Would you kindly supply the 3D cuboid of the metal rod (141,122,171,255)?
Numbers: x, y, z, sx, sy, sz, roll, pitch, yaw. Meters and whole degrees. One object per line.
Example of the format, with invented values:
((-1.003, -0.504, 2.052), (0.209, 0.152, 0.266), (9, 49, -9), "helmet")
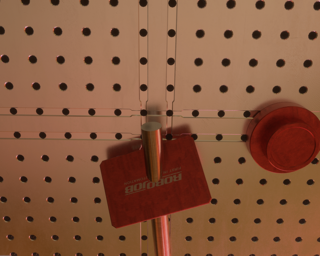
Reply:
((0.000, 0.130, 0.442), (0.025, 0.025, 0.298), (-4, 117, 1), "metal rod")

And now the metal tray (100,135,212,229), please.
((-0.006, 0.072, 0.411), (0.131, 0.030, 0.090), (-17, 73, 6), "metal tray")

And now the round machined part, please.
((0.169, 0.018, 0.412), (0.099, 0.042, 0.097), (0, 110, 0), "round machined part")
